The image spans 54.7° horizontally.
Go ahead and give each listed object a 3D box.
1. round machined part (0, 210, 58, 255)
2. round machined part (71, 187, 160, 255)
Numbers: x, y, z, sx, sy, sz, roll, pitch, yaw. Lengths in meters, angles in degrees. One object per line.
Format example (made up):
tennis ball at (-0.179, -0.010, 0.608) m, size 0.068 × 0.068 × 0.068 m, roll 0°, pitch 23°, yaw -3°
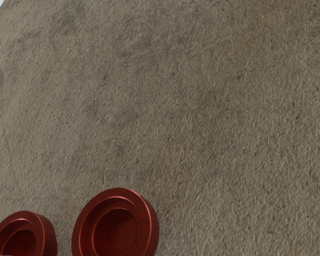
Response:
round machined part at (-0.169, 0.157, 0.386) m, size 0.098 × 0.042 × 0.098 m, roll -13°, pitch 56°, yaw 21°
round machined part at (-0.045, 0.119, 0.343) m, size 0.098 × 0.042 × 0.098 m, roll -13°, pitch 56°, yaw 21°
